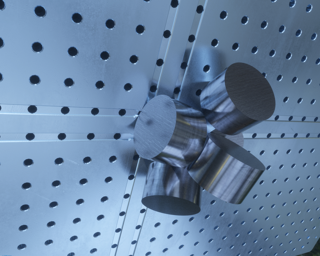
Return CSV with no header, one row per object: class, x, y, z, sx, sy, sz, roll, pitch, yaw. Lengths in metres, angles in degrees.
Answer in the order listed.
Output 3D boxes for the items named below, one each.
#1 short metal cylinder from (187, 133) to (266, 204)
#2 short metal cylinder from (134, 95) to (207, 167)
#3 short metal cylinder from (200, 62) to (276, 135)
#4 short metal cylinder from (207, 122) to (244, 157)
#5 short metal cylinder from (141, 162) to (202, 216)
short metal cylinder,0.081,0.048,0.384,0.081,0.080,0.050,19,108,-36
short metal cylinder,0.011,0.005,0.384,0.050,0.080,0.080,20,107,-36
short metal cylinder,0.100,-0.036,0.398,0.081,0.080,0.050,2,157,-29
short metal cylinder,0.072,0.020,0.445,0.081,0.050,0.079,-13,123,-21
short metal cylinder,0.018,0.084,0.430,0.080,0.050,0.080,8,149,5
